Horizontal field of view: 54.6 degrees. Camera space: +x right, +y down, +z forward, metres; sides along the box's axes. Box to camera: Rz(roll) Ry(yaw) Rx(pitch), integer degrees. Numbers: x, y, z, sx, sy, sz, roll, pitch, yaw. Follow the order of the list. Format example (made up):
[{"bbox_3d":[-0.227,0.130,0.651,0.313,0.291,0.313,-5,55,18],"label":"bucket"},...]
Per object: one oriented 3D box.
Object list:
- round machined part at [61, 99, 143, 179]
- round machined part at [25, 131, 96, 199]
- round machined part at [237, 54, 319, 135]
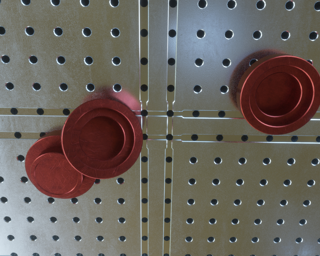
[{"bbox_3d":[-0.075,0.014,0.394,0.099,0.042,0.098,1,87,-21],"label":"round machined part"},{"bbox_3d":[-0.136,0.056,0.424,0.099,0.042,0.097,0,110,0],"label":"round machined part"},{"bbox_3d":[0.145,-0.044,0.389,0.099,0.042,0.097,0,110,0],"label":"round machined part"}]
